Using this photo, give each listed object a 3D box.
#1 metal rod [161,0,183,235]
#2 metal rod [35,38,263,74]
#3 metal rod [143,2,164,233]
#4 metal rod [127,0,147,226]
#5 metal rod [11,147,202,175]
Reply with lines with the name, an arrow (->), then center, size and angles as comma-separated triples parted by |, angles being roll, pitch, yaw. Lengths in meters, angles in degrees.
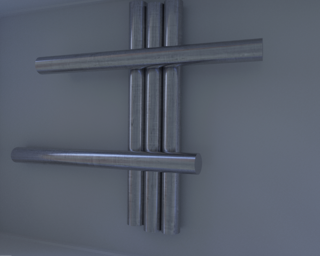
metal rod -> 0.016, -0.014, 0.403 | 0.025, 0.025, 0.298 | 1, 90, 20
metal rod -> -0.028, -0.088, 0.392 | 0.301, 0.025, 0.025 | 0, 90, 20
metal rod -> -0.008, -0.014, 0.412 | 0.025, 0.025, 0.298 | 1, 90, 20
metal rod -> -0.031, -0.019, 0.421 | 0.025, 0.025, 0.298 | 1, 90, 20
metal rod -> -0.090, 0.042, 0.422 | 0.300, 0.025, 0.025 | 0, 90, 27
